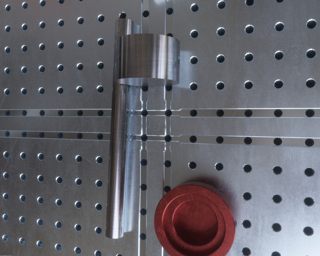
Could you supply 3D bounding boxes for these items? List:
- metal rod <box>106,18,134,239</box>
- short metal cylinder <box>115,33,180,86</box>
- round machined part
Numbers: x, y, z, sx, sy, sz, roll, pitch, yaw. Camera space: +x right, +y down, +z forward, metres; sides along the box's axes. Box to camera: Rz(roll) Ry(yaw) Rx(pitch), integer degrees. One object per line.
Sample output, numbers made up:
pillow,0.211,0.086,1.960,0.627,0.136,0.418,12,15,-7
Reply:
metal rod,-0.056,0.001,0.431,0.025,0.025,0.298,3,91,19
short metal cylinder,-0.015,-0.082,0.388,0.080,0.080,0.050,1,91,19
round machined part,0.046,0.116,0.387,0.098,0.042,0.097,0,90,19
